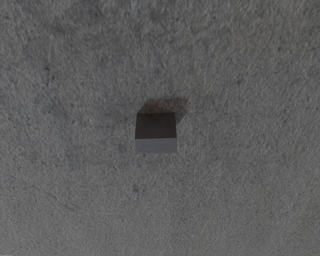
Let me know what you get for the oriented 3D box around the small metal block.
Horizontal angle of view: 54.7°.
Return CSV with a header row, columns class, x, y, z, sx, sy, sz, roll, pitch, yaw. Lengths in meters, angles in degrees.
class,x,y,z,sx,sy,sz,roll,pitch,yaw
small metal block,-0.005,0.006,0.396,0.050,0.050,0.025,-2,130,1
